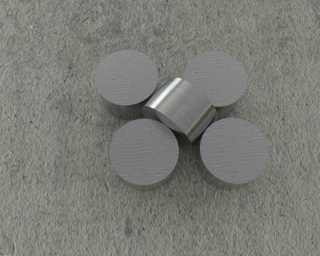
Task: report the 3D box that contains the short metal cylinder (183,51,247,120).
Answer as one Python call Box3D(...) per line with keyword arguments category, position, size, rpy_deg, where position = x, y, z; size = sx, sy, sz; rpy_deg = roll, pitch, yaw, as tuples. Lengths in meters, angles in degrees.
Box3D(category="short metal cylinder", position=(0.070, -0.055, 0.415), size=(0.081, 0.050, 0.080), rpy_deg=(0, 70, 0))

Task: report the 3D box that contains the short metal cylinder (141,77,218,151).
Box3D(category="short metal cylinder", position=(0.024, -0.017, 0.387), size=(0.080, 0.080, 0.050), rpy_deg=(38, 74, 12))

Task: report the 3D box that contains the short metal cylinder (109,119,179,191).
Box3D(category="short metal cylinder", position=(-0.018, 0.035, 0.382), size=(0.081, 0.050, 0.080), rpy_deg=(0, 70, 0))

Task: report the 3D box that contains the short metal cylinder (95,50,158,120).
Box3D(category="short metal cylinder", position=(-0.043, -0.057, 0.415), size=(0.081, 0.050, 0.080), rpy_deg=(0, 70, 0))

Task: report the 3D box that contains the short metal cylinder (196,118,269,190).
Box3D(category="short metal cylinder", position=(0.087, 0.033, 0.384), size=(0.081, 0.050, 0.080), rpy_deg=(0, 70, 0))
